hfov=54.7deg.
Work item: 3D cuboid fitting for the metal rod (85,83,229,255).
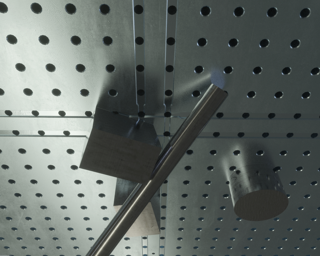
[{"bbox_3d":[-0.014,0.074,0.391,0.025,0.025,0.299,33,97,-25],"label":"metal rod"}]

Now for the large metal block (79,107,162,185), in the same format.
[{"bbox_3d":[-0.050,0.020,0.383,0.081,0.080,0.050,17,106,-15],"label":"large metal block"}]

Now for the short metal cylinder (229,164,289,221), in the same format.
[{"bbox_3d":[0.152,0.101,0.484,0.081,0.050,0.079,0,130,0],"label":"short metal cylinder"}]

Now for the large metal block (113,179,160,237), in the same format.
[{"bbox_3d":[-0.031,0.104,0.464,0.050,0.080,0.080,-7,130,6],"label":"large metal block"}]
